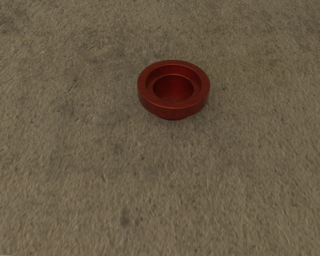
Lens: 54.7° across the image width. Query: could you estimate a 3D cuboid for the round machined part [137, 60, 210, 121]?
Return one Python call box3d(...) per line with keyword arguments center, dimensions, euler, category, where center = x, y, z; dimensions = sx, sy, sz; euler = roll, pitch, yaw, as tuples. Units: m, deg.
box3d(center=(0.018, -0.049, 0.433), dimensions=(0.099, 0.042, 0.098), euler=(0, 50, 0), category="round machined part")
